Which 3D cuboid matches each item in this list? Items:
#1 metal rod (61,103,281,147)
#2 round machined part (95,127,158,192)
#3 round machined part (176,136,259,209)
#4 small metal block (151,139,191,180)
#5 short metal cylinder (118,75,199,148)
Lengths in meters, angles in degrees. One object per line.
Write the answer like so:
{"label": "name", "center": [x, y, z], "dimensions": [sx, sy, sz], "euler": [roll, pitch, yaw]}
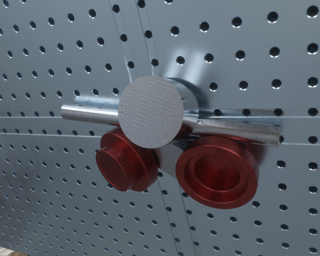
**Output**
{"label": "metal rod", "center": [-0.004, -0.008, 0.403], "dimensions": [0.301, 0.025, 0.025], "euler": [7, 122, 24]}
{"label": "round machined part", "center": [-0.053, 0.050, 0.437], "dimensions": [0.098, 0.042, 0.097], "euler": [29, 137, 31]}
{"label": "round machined part", "center": [0.073, 0.050, 0.385], "dimensions": [0.098, 0.042, 0.097], "euler": [12, 125, 17]}
{"label": "small metal block", "center": [0.016, 0.034, 0.419], "dimensions": [0.050, 0.025, 0.050], "euler": [32, 129, 7]}
{"label": "short metal cylinder", "center": [-0.001, -0.019, 0.360], "dimensions": [0.080, 0.050, 0.079], "euler": [1, 94, 25]}
